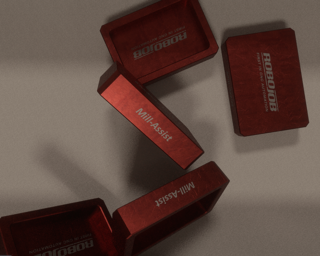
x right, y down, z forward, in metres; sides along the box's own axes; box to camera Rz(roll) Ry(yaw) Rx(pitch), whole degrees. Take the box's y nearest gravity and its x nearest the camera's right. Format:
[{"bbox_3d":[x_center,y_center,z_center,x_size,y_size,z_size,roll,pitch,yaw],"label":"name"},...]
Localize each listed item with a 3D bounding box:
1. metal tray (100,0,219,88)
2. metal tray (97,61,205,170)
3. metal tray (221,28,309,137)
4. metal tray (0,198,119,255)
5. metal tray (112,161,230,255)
[{"bbox_3d":[-0.001,-0.113,0.408,0.131,0.030,0.090,-24,90,-1],"label":"metal tray"},{"bbox_3d":[-0.012,-0.017,0.359,0.030,0.090,0.130,-45,109,7],"label":"metal tray"},{"bbox_3d":[0.138,-0.059,0.411,0.091,0.030,0.129,-9,90,-1],"label":"metal tray"},{"bbox_3d":[-0.107,0.133,0.347,0.030,0.131,0.090,-50,59,30],"label":"metal tray"},{"bbox_3d":[0.011,0.096,0.355,0.131,0.089,0.030,-22,59,-25],"label":"metal tray"}]
